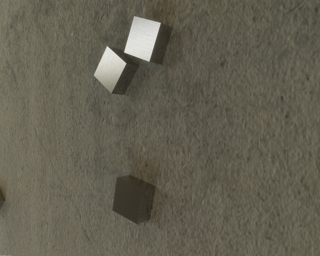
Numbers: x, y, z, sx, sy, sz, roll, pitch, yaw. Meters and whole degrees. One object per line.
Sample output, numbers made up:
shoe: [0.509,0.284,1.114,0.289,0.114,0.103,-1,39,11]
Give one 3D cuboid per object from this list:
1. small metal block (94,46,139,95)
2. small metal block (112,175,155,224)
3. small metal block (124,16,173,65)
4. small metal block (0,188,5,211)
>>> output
small metal block: [-0.065,-0.084,0.456,0.050,0.025,0.050,45,117,30]
small metal block: [-0.037,0.099,0.434,0.050,0.025,0.050,15,99,38]
small metal block: [-0.016,-0.118,0.416,0.050,0.025,0.050,28,107,36]
small metal block: [-0.389,0.167,0.721,0.050,0.025,0.050,51,120,27]
